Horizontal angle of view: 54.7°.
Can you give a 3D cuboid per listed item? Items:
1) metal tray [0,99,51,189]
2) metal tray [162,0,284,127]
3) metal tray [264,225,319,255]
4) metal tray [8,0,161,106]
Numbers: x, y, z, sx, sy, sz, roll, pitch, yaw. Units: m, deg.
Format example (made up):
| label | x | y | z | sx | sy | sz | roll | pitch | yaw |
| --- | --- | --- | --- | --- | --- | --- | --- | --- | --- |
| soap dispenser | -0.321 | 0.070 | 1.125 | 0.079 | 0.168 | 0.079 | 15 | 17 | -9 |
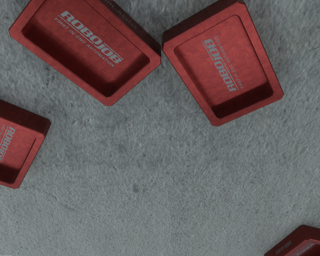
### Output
| label | x | y | z | sx | sy | sz | roll | pitch | yaw |
| --- | --- | --- | --- | --- | --- | --- | --- | --- | --- |
| metal tray | -0.216 | 0.024 | 0.420 | 0.090 | 0.030 | 0.129 | 25 | 126 | -21 |
| metal tray | 0.072 | -0.068 | 0.346 | 0.090 | 0.030 | 0.130 | -25 | 126 | 19 |
| metal tray | 0.284 | 0.248 | 0.619 | 0.091 | 0.030 | 0.129 | 17 | 128 | -14 |
| metal tray | -0.073 | -0.091 | 0.325 | 0.090 | 0.030 | 0.130 | -37 | 122 | 27 |
